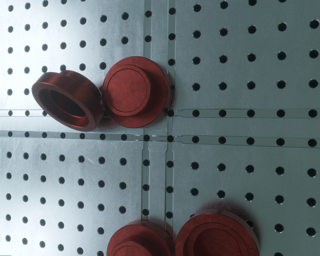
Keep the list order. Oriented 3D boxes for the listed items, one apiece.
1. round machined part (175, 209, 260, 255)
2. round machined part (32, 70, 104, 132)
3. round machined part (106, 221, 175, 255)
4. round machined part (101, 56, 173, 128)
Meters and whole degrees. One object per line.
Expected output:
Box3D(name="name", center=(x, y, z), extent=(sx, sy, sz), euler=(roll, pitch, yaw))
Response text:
Box3D(name="round machined part", center=(0.071, 0.147, 0.379), extent=(0.098, 0.042, 0.097), euler=(0, 90, 20))
Box3D(name="round machined part", center=(-0.121, -0.041, 0.428), extent=(0.098, 0.098, 0.042), euler=(16, 58, 19))
Box3D(name="round machined part", center=(-0.029, 0.178, 0.414), extent=(0.098, 0.042, 0.097), euler=(0, 90, 20))
Box3D(name="round machined part", center=(-0.036, -0.048, 0.417), extent=(0.098, 0.042, 0.097), euler=(0, 90, 20))
